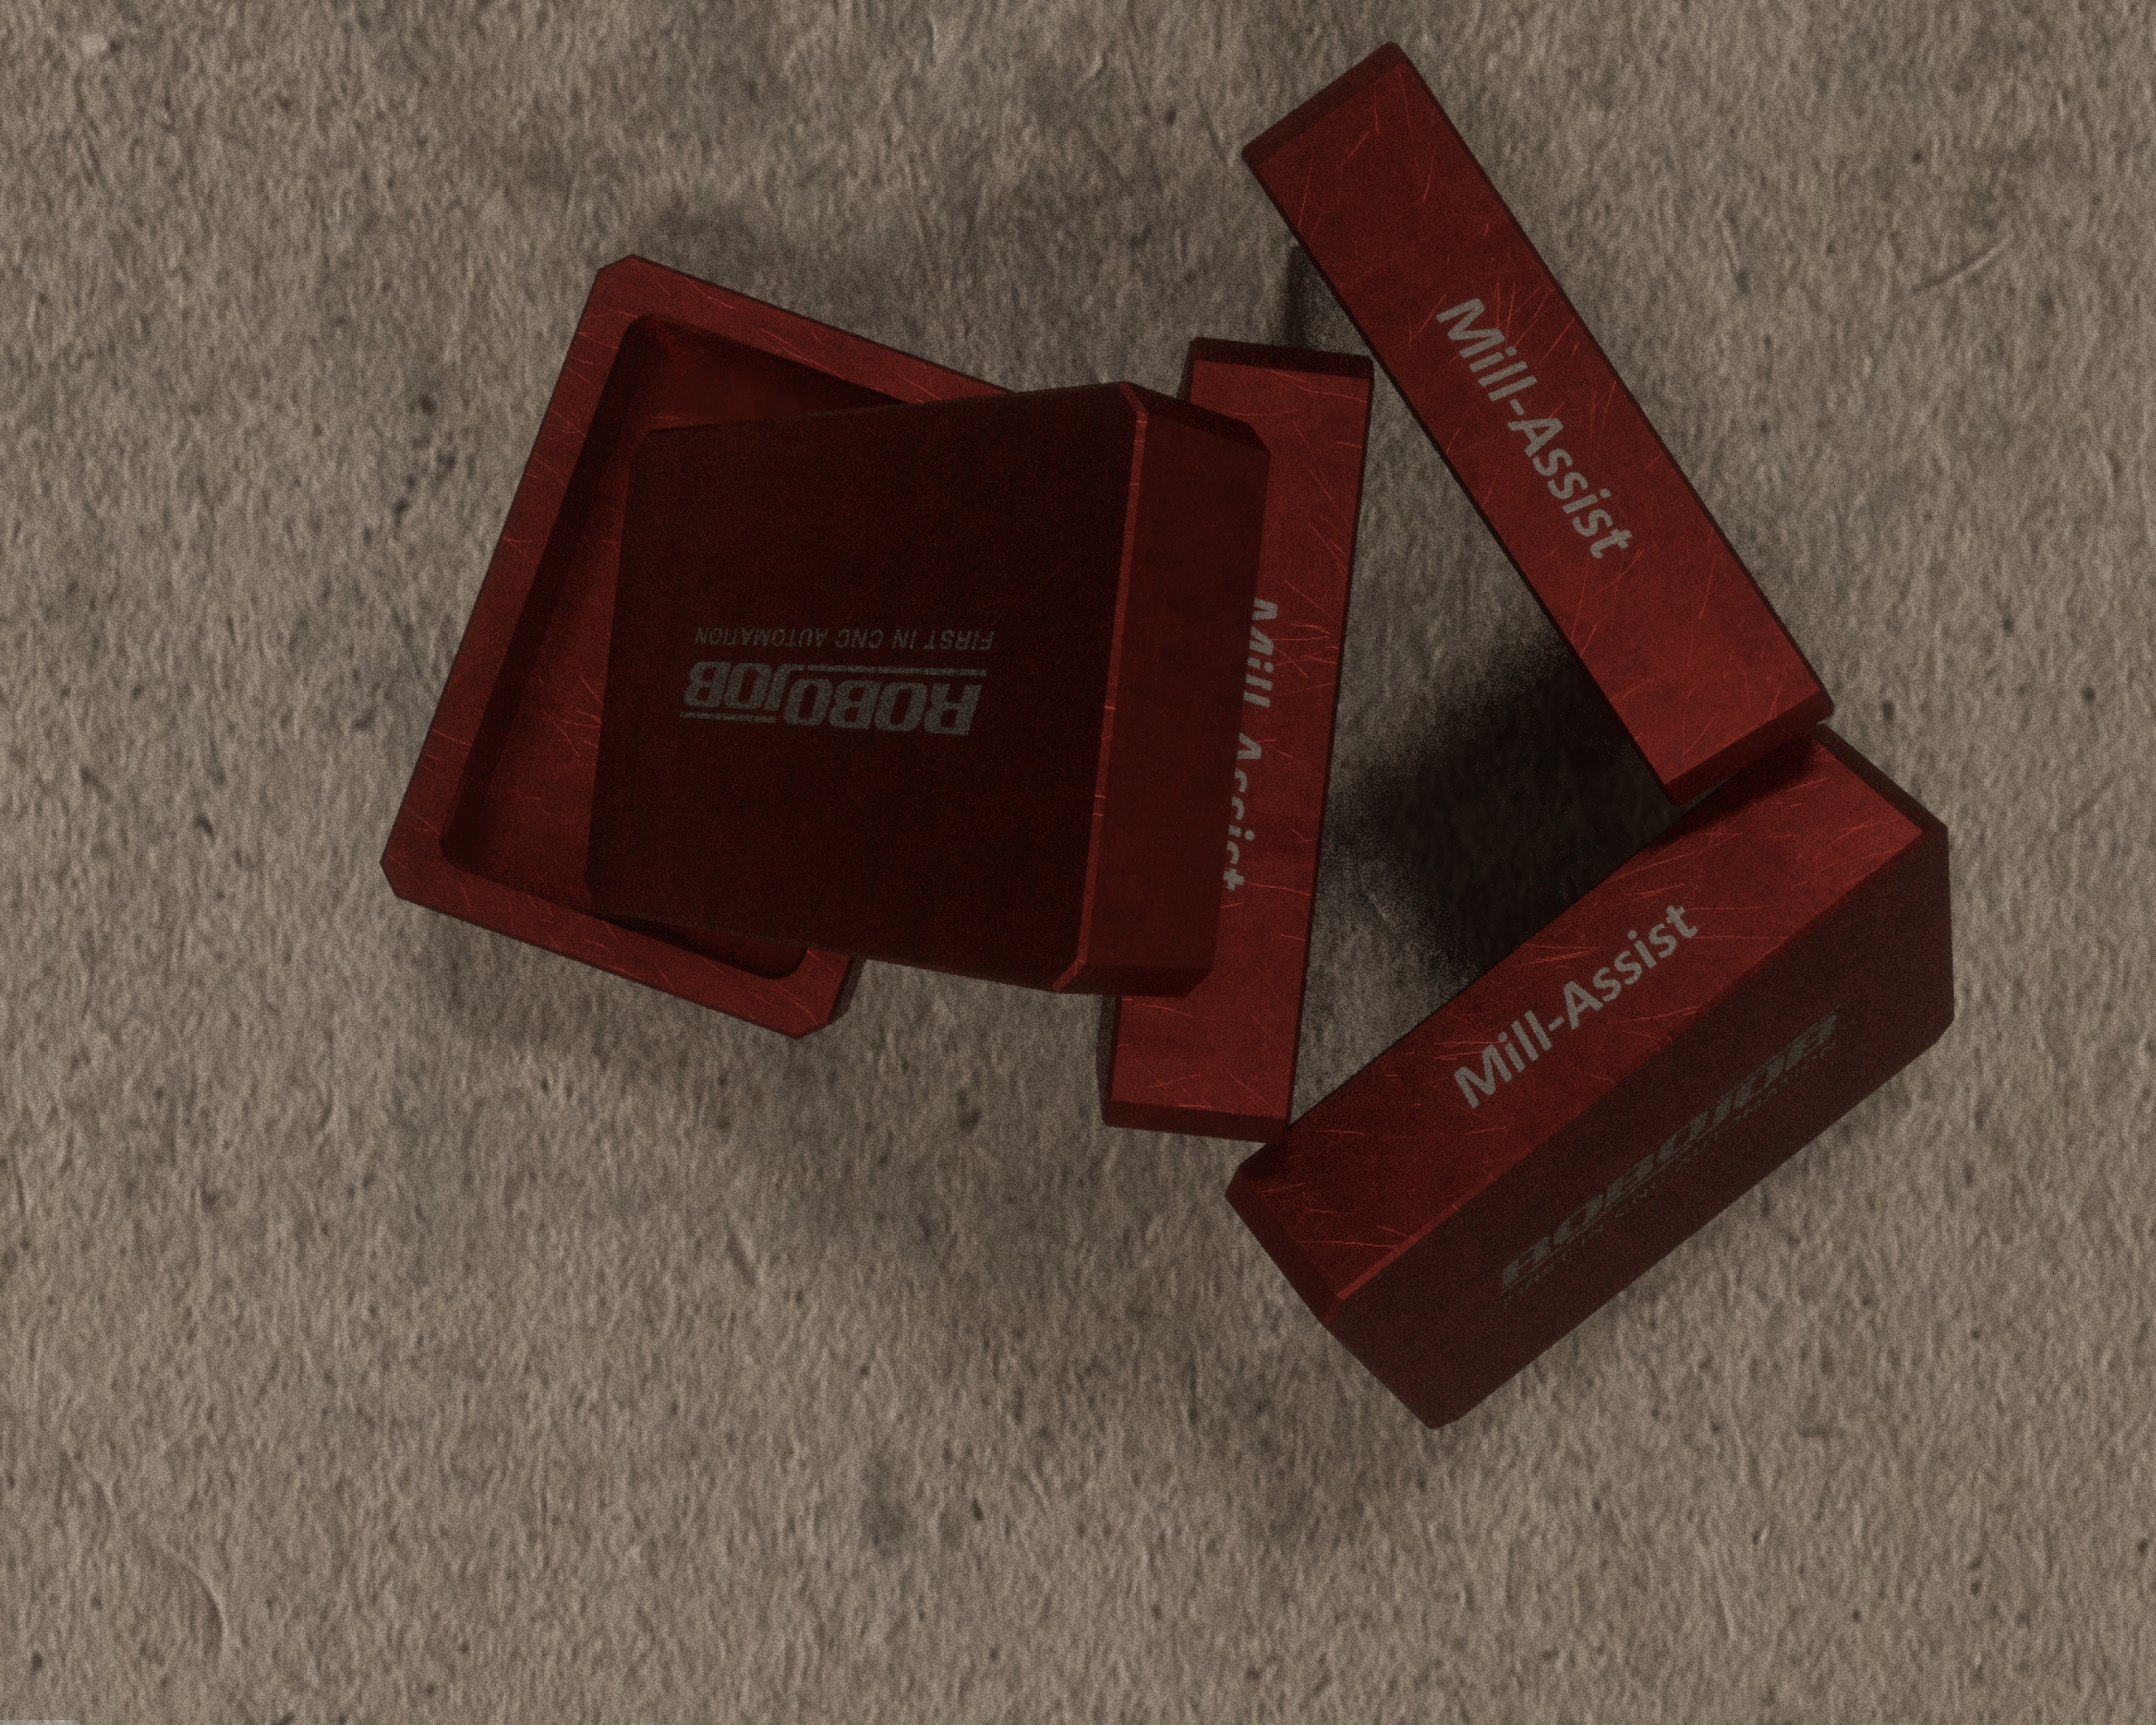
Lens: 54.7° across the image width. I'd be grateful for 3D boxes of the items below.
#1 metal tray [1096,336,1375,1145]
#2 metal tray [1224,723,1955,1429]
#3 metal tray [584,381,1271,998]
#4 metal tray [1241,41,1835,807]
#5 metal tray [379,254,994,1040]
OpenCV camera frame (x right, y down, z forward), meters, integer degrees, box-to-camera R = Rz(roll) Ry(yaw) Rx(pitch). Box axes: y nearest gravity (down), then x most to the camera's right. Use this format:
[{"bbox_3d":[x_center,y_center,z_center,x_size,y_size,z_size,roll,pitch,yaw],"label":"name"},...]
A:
[{"bbox_3d":[0.026,-0.020,0.379,0.030,0.090,0.129,6,91,0],"label":"metal tray"},{"bbox_3d":[0.098,0.043,0.380,0.130,0.090,0.030,-38,55,0],"label":"metal tray"},{"bbox_3d":[-0.031,-0.030,0.354,0.130,0.030,0.089,7,90,44],"label":"metal tray"},{"bbox_3d":[0.082,-0.076,0.377,0.030,0.090,0.130,-33,90,14],"label":"metal tray"},{"bbox_3d":[-0.069,-0.041,0.408,0.090,0.030,0.129,20,90,-1],"label":"metal tray"}]
